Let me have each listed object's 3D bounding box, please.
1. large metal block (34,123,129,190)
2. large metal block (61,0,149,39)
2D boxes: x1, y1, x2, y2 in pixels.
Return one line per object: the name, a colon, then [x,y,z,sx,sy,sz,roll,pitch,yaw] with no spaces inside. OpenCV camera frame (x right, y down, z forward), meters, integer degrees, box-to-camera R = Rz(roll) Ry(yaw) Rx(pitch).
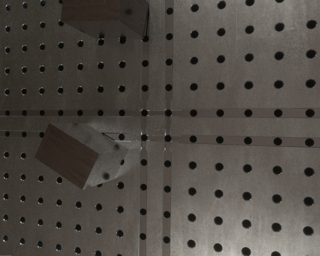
large metal block: [-0.103,0.034,0.418,0.080,0.080,0.050,29,100,17]
large metal block: [-0.069,-0.153,0.407,0.080,0.080,0.050,7,92,19]
